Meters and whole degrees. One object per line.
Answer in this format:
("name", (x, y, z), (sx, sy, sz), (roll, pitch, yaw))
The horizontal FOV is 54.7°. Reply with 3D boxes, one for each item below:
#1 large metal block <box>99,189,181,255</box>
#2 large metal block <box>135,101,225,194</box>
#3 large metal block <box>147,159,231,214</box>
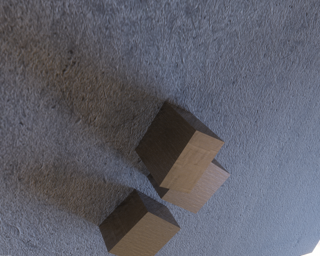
("large metal block", (-0.030, 0.150, 0.467), (0.080, 0.050, 0.080), (-47, 129, 4))
("large metal block", (0.022, 0.024, 0.398), (0.050, 0.080, 0.080), (22, 107, -36))
("large metal block", (0.043, 0.071, 0.458), (0.080, 0.050, 0.080), (33, 100, -39))
